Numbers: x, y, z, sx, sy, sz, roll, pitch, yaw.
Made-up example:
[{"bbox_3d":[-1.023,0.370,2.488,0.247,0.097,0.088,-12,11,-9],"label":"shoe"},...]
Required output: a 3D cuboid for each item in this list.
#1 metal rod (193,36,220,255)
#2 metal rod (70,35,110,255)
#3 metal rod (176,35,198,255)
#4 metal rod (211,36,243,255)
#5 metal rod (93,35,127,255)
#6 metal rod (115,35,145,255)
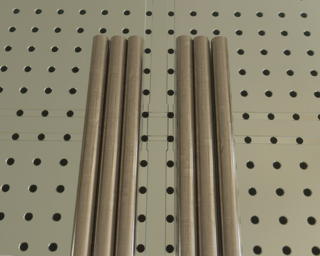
[{"bbox_3d":[0.058,0.011,0.407,0.025,0.025,0.299,1,70,0],"label":"metal rod"},{"bbox_3d":[-0.089,0.010,0.407,0.025,0.025,0.299,1,70,0],"label":"metal rod"},{"bbox_3d":[0.033,0.011,0.407,0.025,0.025,0.299,1,70,0],"label":"metal rod"},{"bbox_3d":[0.085,0.012,0.407,0.025,0.025,0.299,1,70,0],"label":"metal rod"},{"bbox_3d":[-0.063,0.011,0.407,0.025,0.025,0.299,1,70,0],"label":"metal rod"},{"bbox_3d":[-0.038,0.011,0.407,0.025,0.025,0.299,1,70,0],"label":"metal rod"}]
